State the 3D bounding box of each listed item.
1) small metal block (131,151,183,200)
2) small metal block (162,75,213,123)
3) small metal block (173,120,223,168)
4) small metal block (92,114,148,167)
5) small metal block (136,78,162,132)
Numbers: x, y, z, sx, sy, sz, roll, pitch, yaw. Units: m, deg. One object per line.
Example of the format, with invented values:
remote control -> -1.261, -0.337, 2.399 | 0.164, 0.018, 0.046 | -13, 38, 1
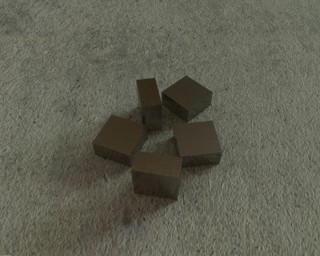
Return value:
small metal block -> -0.003, 0.053, 0.342 | 0.050, 0.050, 0.025 | 8, 51, 6
small metal block -> 0.038, -0.042, 0.438 | 0.050, 0.025, 0.050 | -37, 59, -27
small metal block -> 0.045, 0.020, 0.387 | 0.050, 0.025, 0.050 | -6, 50, -5
small metal block -> -0.049, 0.015, 0.390 | 0.050, 0.025, 0.050 | 17, 52, 14
small metal block -> -0.014, -0.030, 0.412 | 0.025, 0.050, 0.050 | -8, 51, -7
